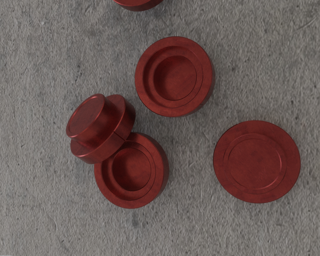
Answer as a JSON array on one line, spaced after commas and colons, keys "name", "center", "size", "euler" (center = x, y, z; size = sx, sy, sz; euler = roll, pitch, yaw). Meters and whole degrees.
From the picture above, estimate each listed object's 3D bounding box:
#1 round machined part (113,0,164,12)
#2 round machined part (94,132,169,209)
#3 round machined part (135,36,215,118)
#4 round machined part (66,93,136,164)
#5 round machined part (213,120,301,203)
[{"name": "round machined part", "center": [-0.024, -0.202, 0.408], "size": [0.098, 0.042, 0.097], "euler": [0, 90, 20]}, {"name": "round machined part", "center": [-0.034, 0.054, 0.412], "size": [0.098, 0.042, 0.097], "euler": [0, 90, 20]}, {"name": "round machined part", "center": [0.021, -0.062, 0.392], "size": [0.098, 0.042, 0.097], "euler": [0, 90, 20]}, {"name": "round machined part", "center": [-0.082, -0.006, 0.400], "size": [0.098, 0.042, 0.098], "euler": [-27, 39, 26]}, {"name": "round machined part", "center": [0.110, 0.039, 0.361], "size": [0.098, 0.042, 0.097], "euler": [0, 90, 20]}]
